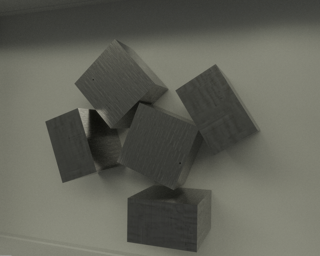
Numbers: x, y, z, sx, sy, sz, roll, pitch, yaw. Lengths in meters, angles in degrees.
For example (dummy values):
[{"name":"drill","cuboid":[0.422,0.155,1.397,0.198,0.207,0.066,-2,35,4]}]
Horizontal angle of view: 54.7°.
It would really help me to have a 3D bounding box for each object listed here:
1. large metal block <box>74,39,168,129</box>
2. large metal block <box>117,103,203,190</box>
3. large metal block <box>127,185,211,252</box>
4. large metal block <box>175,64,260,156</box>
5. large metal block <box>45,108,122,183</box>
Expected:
[{"name":"large metal block","cuboid":[-0.051,-0.056,0.412,0.080,0.050,0.080,-44,77,14]},{"name":"large metal block","cuboid":[0.004,0.021,0.394,0.080,0.050,0.080,24,98,18]},{"name":"large metal block","cuboid":[0.015,0.105,0.375,0.080,0.080,0.050,1,91,19]},{"name":"large metal block","cuboid":[0.070,-0.019,0.354,0.050,0.080,0.080,-32,80,17]},{"name":"large metal block","cuboid":[-0.095,0.021,0.412,0.050,0.080,0.080,-20,84,19]}]
